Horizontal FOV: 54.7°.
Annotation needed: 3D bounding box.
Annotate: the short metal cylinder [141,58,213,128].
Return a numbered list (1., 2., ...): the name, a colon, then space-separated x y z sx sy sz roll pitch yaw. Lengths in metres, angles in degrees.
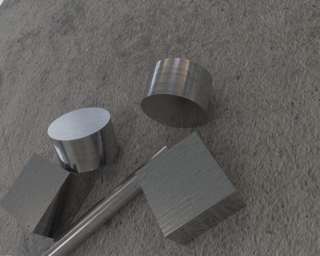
1. short metal cylinder: 0.021 -0.041 0.382 0.080 0.080 0.050 0 62 28

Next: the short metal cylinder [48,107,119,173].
1. short metal cylinder: -0.100 0.014 0.410 0.080 0.050 0.080 -7 31 5

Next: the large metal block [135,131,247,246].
1. large metal block: 0.032 0.065 0.332 0.080 0.050 0.080 -35 51 5

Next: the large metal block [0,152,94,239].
1. large metal block: -0.150 0.089 0.412 0.080 0.050 0.080 19 72 35

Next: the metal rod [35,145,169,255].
1. metal rod: -0.100 0.127 0.377 0.300 0.025 0.025 -41 51 0
